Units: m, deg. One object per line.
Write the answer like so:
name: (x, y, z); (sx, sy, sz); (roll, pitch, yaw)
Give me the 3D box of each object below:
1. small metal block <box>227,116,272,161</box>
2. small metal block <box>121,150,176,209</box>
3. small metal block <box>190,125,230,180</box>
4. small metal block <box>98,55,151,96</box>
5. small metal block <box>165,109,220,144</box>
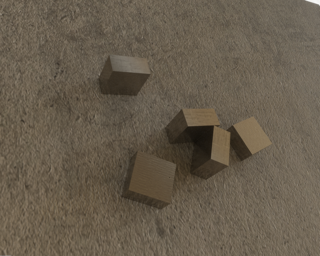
small metal block: (0.131, 0.015, 0.465); (0.050, 0.025, 0.050); (-20, 73, -36)
small metal block: (-0.012, 0.061, 0.360); (0.050, 0.025, 0.050); (22, 54, -15)
small metal block: (0.065, 0.033, 0.403); (0.025, 0.050, 0.050); (23, 53, -15)
small metal block: (-0.047, -0.067, 0.403); (0.050, 0.050, 0.025); (-1, 62, -29)
small metal block: (0.042, -0.002, 0.411); (0.050, 0.050, 0.025); (-2, 63, -29)
